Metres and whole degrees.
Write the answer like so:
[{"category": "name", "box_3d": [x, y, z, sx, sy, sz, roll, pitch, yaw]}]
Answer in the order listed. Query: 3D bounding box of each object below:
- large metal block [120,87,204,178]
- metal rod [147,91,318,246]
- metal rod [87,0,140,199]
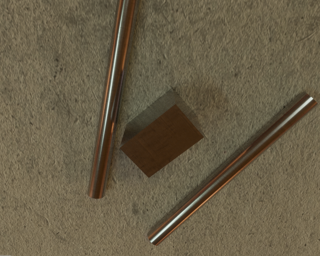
[{"category": "large metal block", "box_3d": [0.002, 0.002, 0.381, 0.080, 0.080, 0.050, -38, 106, 13]}, {"category": "metal rod", "box_3d": [0.092, 0.065, 0.434, 0.025, 0.025, 0.299, 41, 105, -14]}, {"category": "metal rod", "box_3d": [-0.060, -0.043, 0.393, 0.025, 0.025, 0.298, 11, 110, -4]}]
